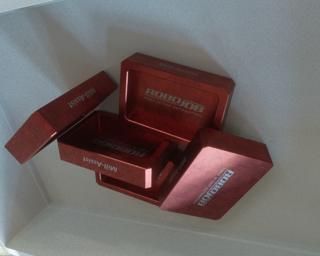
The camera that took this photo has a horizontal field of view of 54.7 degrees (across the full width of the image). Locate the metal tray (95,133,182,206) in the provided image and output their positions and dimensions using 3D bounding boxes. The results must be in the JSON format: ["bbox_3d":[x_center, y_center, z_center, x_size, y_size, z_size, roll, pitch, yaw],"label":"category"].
[{"bbox_3d":[-0.034,0.060,0.455,0.130,0.030,0.089,15,125,19],"label":"metal tray"}]

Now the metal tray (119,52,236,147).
[{"bbox_3d":[0.015,-0.030,0.375,0.130,0.030,0.089,19,126,16],"label":"metal tray"}]

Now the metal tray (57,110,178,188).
[{"bbox_3d":[-0.053,0.022,0.403,0.130,0.090,0.030,15,124,19],"label":"metal tray"}]

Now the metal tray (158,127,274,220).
[{"bbox_3d":[0.063,0.062,0.382,0.091,0.030,0.129,15,131,-17],"label":"metal tray"}]

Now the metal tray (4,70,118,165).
[{"bbox_3d":[-0.119,-0.016,0.388,0.090,0.131,0.030,-33,100,38],"label":"metal tray"}]
